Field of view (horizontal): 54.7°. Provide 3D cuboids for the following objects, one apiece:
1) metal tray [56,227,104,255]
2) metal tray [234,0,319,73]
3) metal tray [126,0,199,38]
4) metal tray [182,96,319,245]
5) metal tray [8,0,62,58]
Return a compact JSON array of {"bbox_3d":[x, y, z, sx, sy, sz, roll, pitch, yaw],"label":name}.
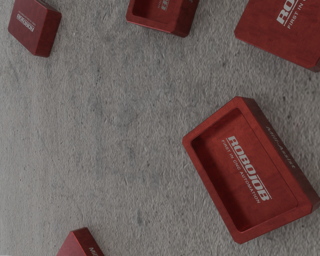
[{"bbox_3d":[-0.118,0.240,0.499,0.130,0.030,0.089,46,117,30],"label":"metal tray"},{"bbox_3d":[0.139,-0.129,0.287,0.090,0.030,0.129,37,113,33],"label":"metal tray"},{"bbox_3d":[0.012,-0.189,0.391,0.090,0.030,0.129,28,107,36],"label":"metal tray"},{"bbox_3d":[0.089,0.043,0.327,0.090,0.030,0.130,-41,66,32],"label":"metal tray"},{"bbox_3d":[-0.249,-0.206,0.607,0.130,0.030,0.089,40,114,32],"label":"metal tray"}]
